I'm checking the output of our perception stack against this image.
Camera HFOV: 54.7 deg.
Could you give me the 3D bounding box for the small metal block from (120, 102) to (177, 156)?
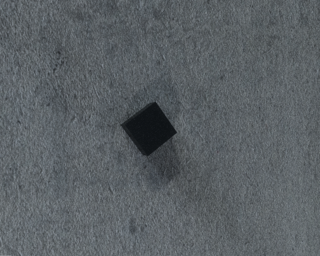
[{"bbox_3d":[-0.015,0.001,0.406,0.050,0.025,0.050,-39,103,-16],"label":"small metal block"}]
